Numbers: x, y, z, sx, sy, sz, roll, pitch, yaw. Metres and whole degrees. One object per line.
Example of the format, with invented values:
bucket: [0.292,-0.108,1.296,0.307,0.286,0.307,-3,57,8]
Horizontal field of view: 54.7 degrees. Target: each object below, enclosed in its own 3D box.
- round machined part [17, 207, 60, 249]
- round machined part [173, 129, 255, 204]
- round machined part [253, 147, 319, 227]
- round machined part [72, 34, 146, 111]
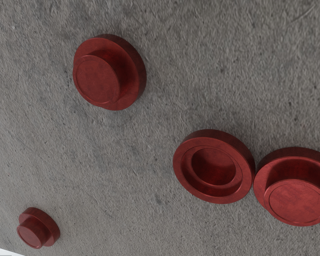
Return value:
round machined part: [-0.272,0.225,0.679,0.098,0.042,0.097,13,124,21]
round machined part: [0.069,0.043,0.386,0.098,0.042,0.097,13,124,21]
round machined part: [0.157,0.074,0.356,0.098,0.042,0.097,12,124,19]
round machined part: [-0.070,-0.065,0.393,0.098,0.042,0.097,13,124,21]
